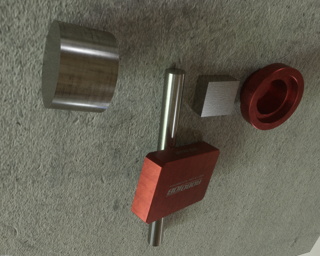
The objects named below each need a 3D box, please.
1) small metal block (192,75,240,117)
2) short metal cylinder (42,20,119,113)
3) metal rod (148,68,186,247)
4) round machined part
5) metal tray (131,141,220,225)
[{"bbox_3d":[0.075,-0.045,0.423,0.050,0.025,0.050,-6,121,-26],"label":"small metal block"},{"bbox_3d":[-0.078,-0.056,0.295,0.050,0.080,0.079,4,117,-31],"label":"short metal cylinder"},{"bbox_3d":[0.005,0.060,0.448,0.025,0.025,0.298,-9,122,-24],"label":"metal rod"},{"bbox_3d":[0.158,-0.049,0.454,0.099,0.042,0.097,-14,125,-21],"label":"round machined part"},{"bbox_3d":[0.025,0.072,0.432,0.131,0.030,0.089,-7,119,-48],"label":"metal tray"}]
